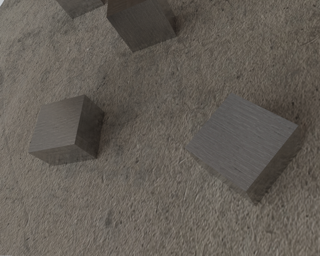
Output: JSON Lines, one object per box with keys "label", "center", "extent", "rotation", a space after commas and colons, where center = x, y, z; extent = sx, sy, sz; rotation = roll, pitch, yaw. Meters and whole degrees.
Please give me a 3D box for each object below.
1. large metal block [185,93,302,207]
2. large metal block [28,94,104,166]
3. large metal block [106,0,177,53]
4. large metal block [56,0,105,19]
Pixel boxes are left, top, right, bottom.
{"label": "large metal block", "center": [0.088, 0.021, 0.328], "extent": [0.080, 0.050, 0.080], "rotation": [-49, 52, -7]}
{"label": "large metal block", "center": [-0.135, 0.005, 0.456], "extent": [0.080, 0.050, 0.080], "rotation": [-11, 57, 22]}
{"label": "large metal block", "center": [-0.027, -0.176, 0.491], "extent": [0.080, 0.080, 0.050], "rotation": [-15, 56, 20]}
{"label": "large metal block", "center": [-0.162, -0.287, 0.649], "extent": [0.080, 0.050, 0.080], "rotation": [-15, 56, 20]}
